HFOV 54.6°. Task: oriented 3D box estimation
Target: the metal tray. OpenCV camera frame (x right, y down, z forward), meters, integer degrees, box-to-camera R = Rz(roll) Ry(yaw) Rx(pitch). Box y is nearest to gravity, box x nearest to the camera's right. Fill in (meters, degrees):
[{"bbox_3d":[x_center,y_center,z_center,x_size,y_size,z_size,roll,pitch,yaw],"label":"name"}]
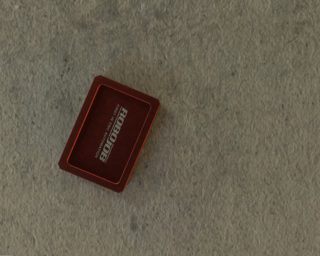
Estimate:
[{"bbox_3d":[-0.064,0.007,0.407,0.090,0.030,0.130,23,90,0],"label":"metal tray"}]
